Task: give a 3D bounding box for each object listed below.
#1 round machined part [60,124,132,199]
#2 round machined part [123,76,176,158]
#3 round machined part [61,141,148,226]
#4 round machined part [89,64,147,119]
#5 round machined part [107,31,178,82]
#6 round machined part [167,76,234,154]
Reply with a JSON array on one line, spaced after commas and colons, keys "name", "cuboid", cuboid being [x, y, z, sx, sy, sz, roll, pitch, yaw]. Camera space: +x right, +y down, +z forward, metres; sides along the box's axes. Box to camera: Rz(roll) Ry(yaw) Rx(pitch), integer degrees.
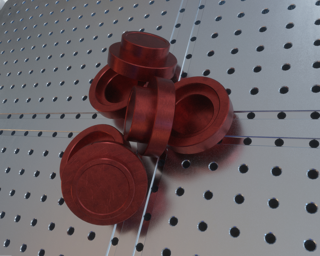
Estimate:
[{"name": "round machined part", "cuboid": [-0.080, 0.047, 0.411, 0.098, 0.042, 0.098, -13, 56, 21]}, {"name": "round machined part", "cuboid": [-0.017, -0.015, 0.378, 0.042, 0.098, 0.098, 10, 58, -14]}, {"name": "round machined part", "cuboid": [-0.063, 0.065, 0.355, 0.099, 0.042, 0.097, 0, 94, -5]}, {"name": "round machined part", "cuboid": [-0.052, -0.055, 0.458, 0.098, 0.042, 0.098, -13, 56, 21]}, {"name": "round machined part", "cuboid": [-0.023, -0.106, 0.440, 0.099, 0.042, 0.098, 10, 32, -6]}, {"name": "round machined part", "cuboid": [0.042, -0.012, 0.383, 0.098, 0.042, 0.098, -13, 56, 21]}]
